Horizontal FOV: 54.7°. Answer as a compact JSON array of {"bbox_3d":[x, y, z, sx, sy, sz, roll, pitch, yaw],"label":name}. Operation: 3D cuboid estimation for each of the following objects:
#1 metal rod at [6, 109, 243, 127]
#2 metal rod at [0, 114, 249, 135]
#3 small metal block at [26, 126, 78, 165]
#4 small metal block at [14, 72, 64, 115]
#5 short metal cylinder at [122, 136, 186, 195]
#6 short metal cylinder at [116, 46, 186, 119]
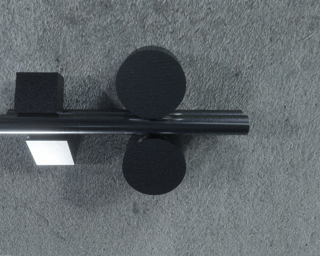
[{"bbox_3d":[-0.045,-0.012,0.406,0.302,0.025,0.025,0,110,-1],"label":"metal rod"},{"bbox_3d":[-0.044,-0.004,0.383,0.302,0.025,0.025,0,110,0],"label":"metal rod"},{"bbox_3d":[-0.140,0.024,0.408,0.050,0.025,0.050,0,137,-1],"label":"small metal block"},{"bbox_3d":[-0.149,-0.041,0.384,0.050,0.025,0.050,0,83,0],"label":"small metal block"},{"bbox_3d":[-0.007,0.042,0.413,0.081,0.050,0.079,0,110,0],"label":"short metal cylinder"},{"bbox_3d":[-0.010,-0.057,0.376,0.081,0.050,0.079,0,110,0],"label":"short metal cylinder"}]
